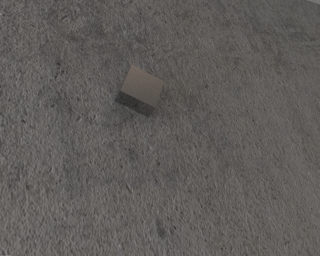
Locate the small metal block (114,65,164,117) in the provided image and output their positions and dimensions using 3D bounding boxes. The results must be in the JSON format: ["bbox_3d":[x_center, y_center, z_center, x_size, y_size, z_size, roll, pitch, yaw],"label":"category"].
[{"bbox_3d":[-0.027,-0.050,0.419,0.050,0.025,0.050,26,53,-12],"label":"small metal block"}]
